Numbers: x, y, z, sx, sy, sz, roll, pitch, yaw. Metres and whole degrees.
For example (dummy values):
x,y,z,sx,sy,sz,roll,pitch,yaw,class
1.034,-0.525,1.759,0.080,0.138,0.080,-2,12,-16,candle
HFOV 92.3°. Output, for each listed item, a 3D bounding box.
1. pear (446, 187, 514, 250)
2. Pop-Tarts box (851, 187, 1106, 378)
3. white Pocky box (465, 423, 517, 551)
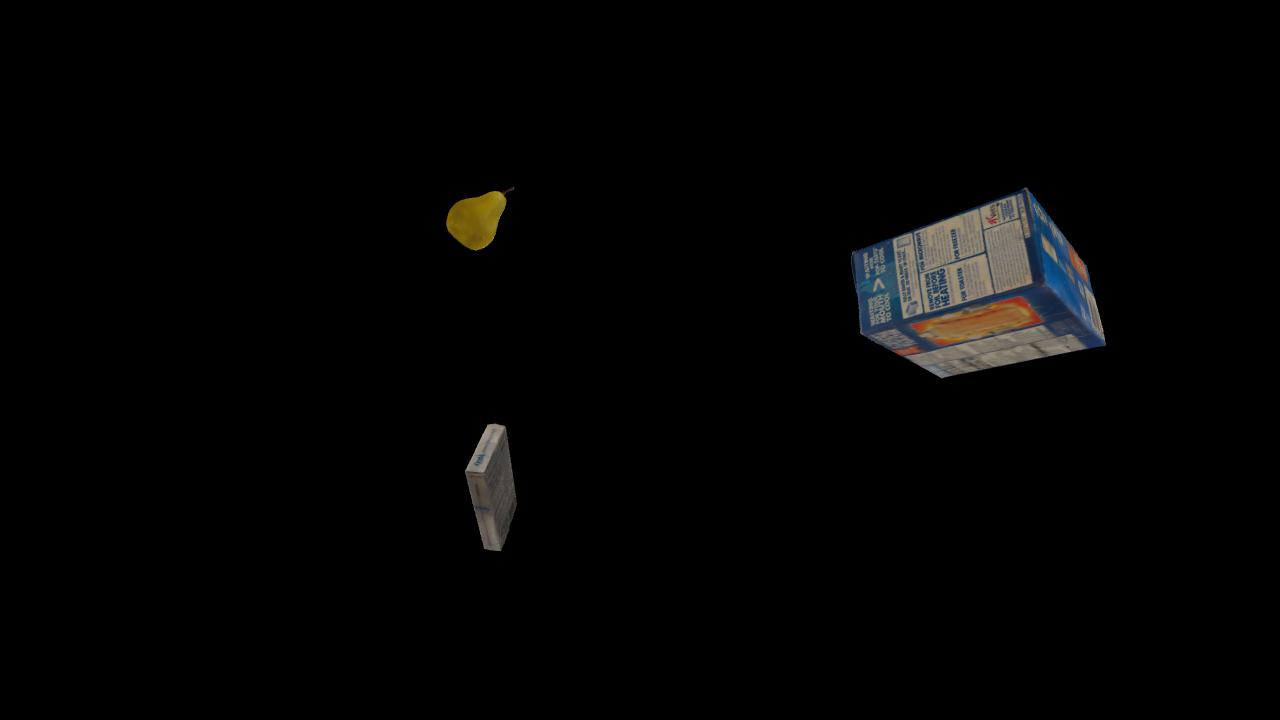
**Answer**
x,y,z,sx,sy,sz,roll,pitch,yaw,class
-0.231,-0.217,0.904,0.080,0.111,0.080,39,-6,5,pear
0.292,-0.054,0.533,0.167,0.083,0.141,19,-26,-39,Pop-Tarts box
-0.187,0.166,0.791,0.028,0.154,0.084,5,38,5,white Pocky box
